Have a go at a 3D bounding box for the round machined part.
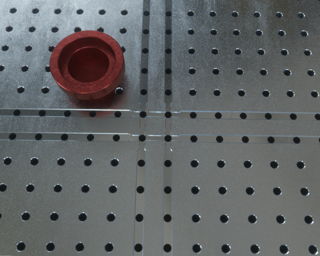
[{"bbox_3d":[-0.098,-0.083,0.432,0.099,0.042,0.098,0,70,-1],"label":"round machined part"}]
